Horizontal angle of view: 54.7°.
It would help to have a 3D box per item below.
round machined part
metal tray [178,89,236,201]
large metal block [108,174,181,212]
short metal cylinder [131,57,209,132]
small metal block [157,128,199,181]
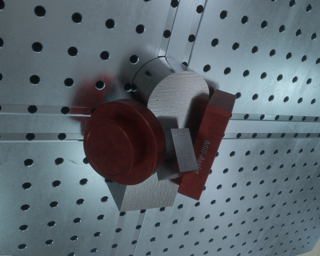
[{"bbox_3d":[-0.046,0.019,0.345,0.042,0.098,0.097,-26,137,-56],"label":"round machined part"},{"bbox_3d":[0.064,0.021,0.419,0.030,0.090,0.129,20,115,10],"label":"metal tray"},{"bbox_3d":[-0.017,0.063,0.424,0.081,0.050,0.079,2,118,-30],"label":"large metal block"},{"bbox_3d":[0.012,-0.040,0.376,0.081,0.050,0.079,-14,124,-21],"label":"short metal cylinder"},{"bbox_3d":[0.016,0.032,0.368,0.025,0.050,0.050,-2,162,-31],"label":"small metal block"}]
